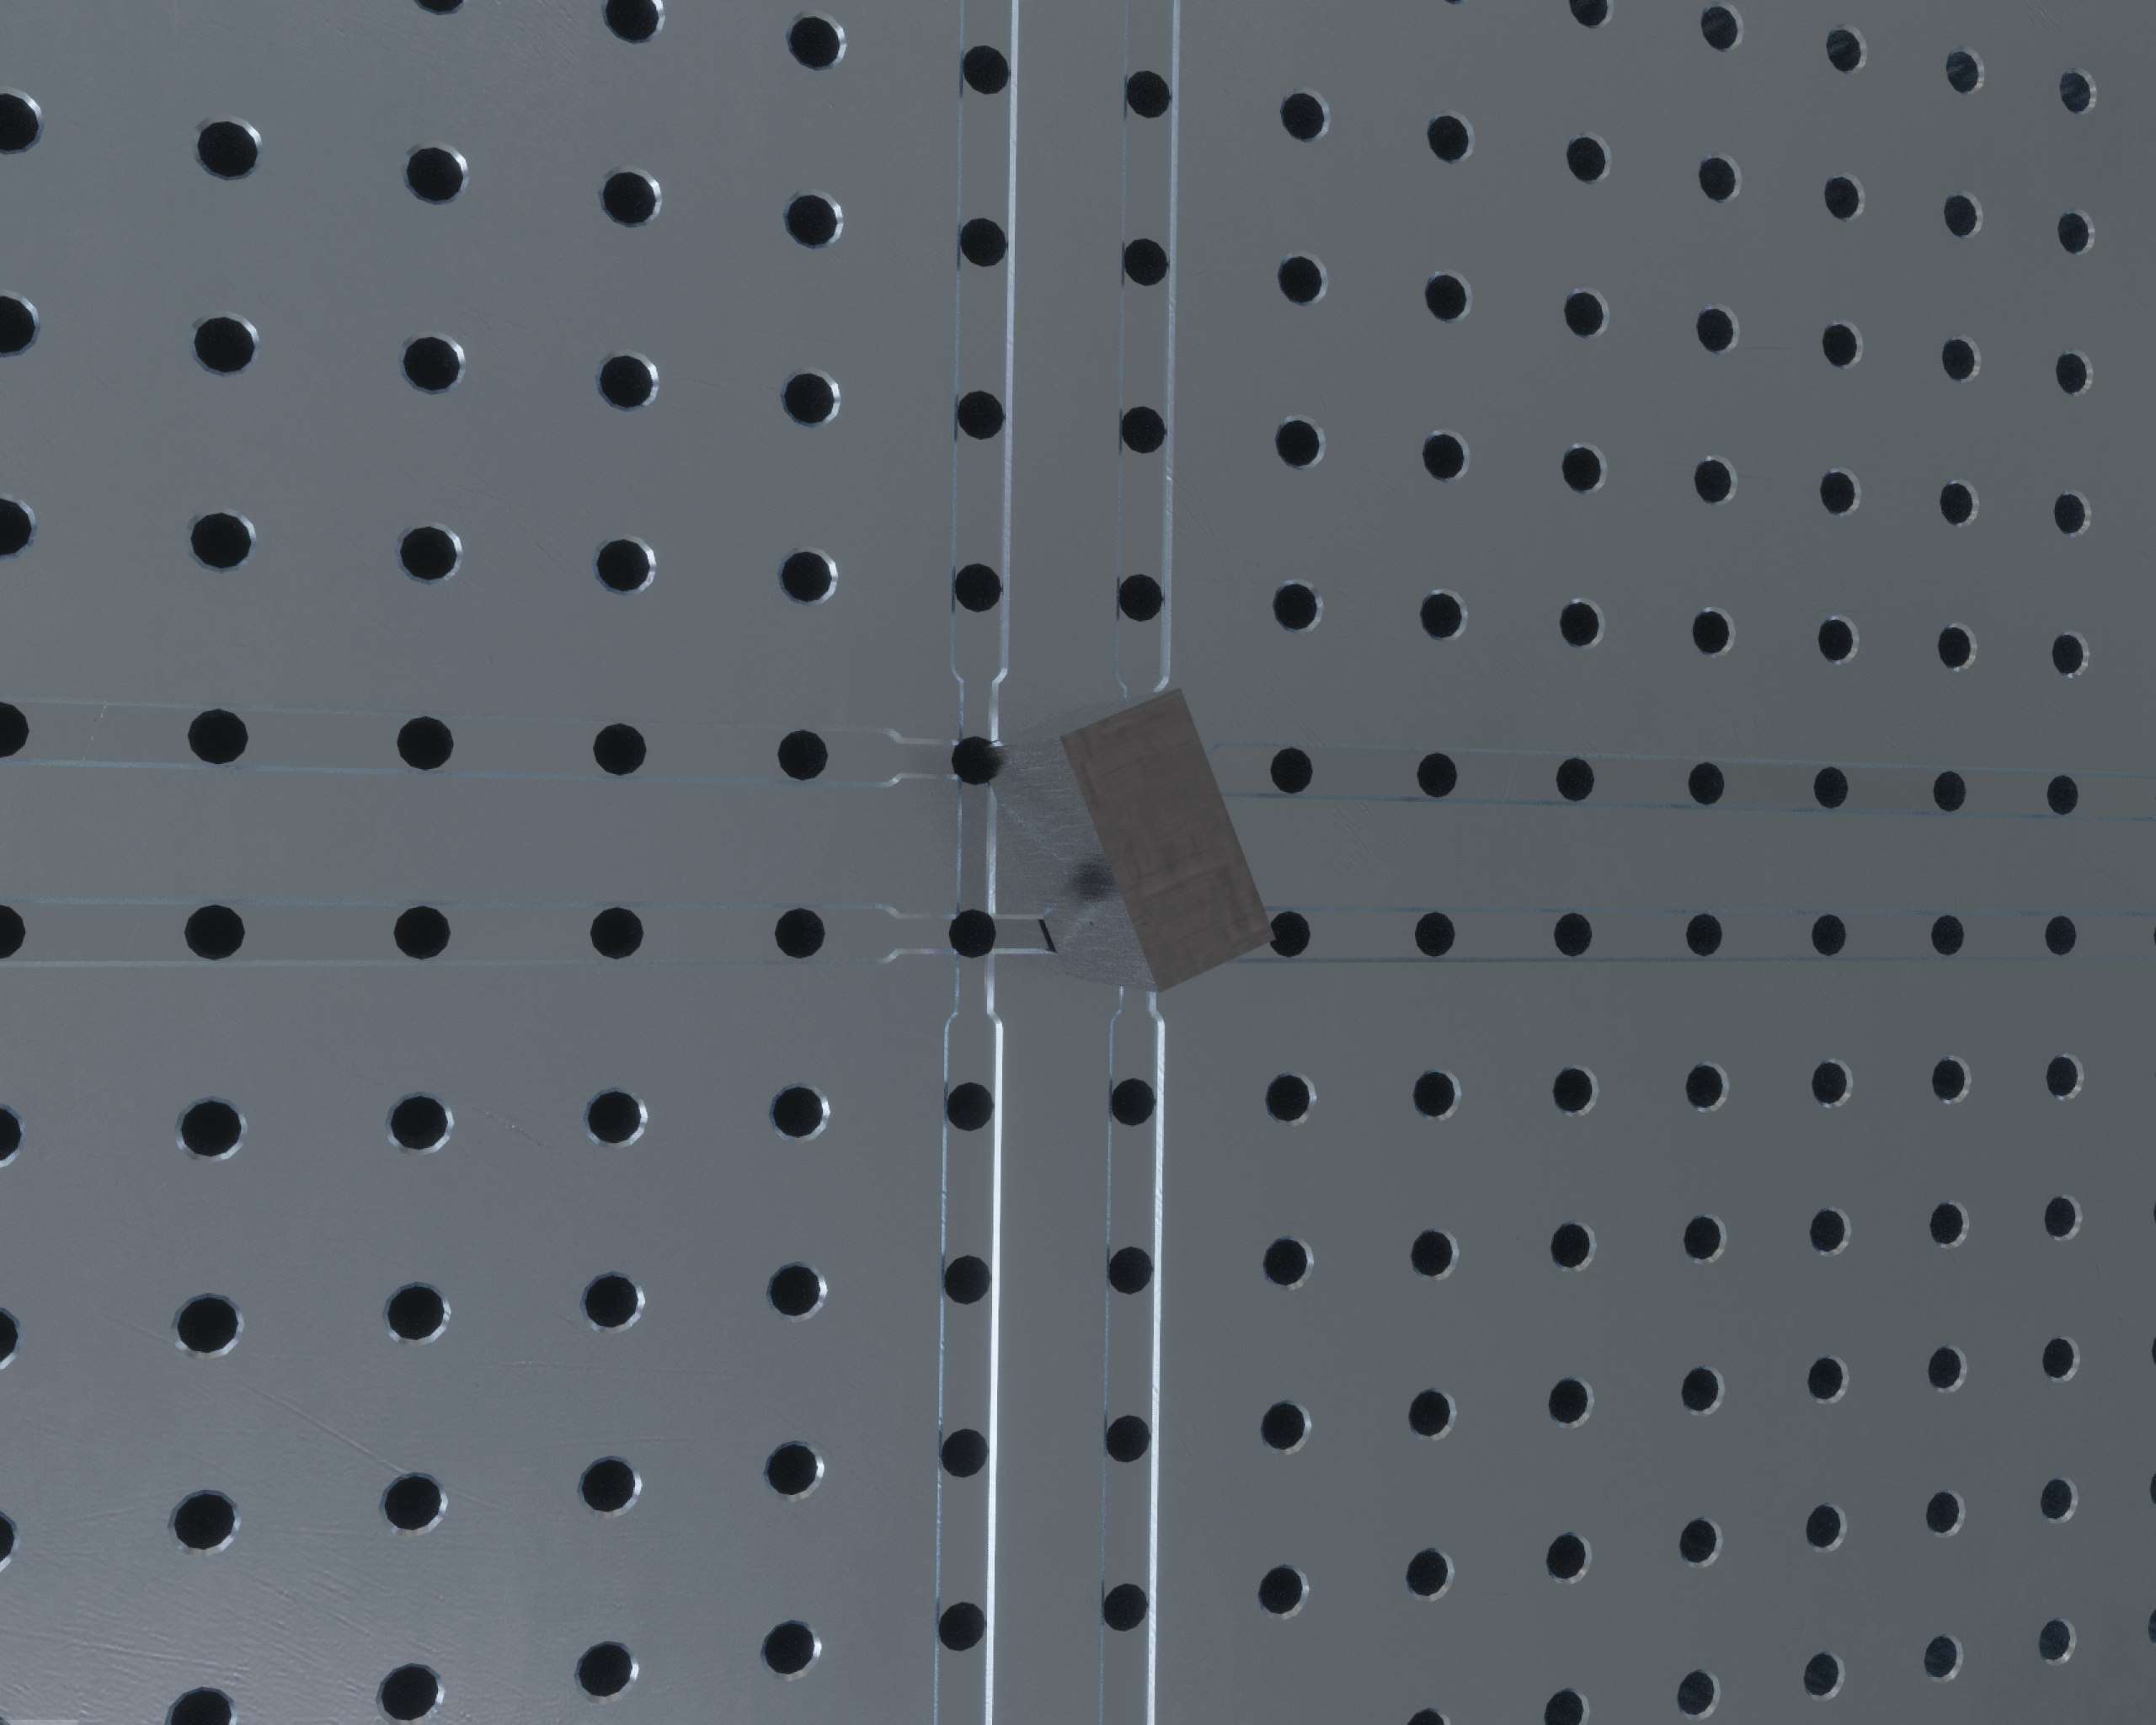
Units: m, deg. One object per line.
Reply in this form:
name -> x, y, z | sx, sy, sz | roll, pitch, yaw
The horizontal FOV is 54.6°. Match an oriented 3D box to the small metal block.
small metal block -> 0.008, -0.004, 0.402 | 0.025, 0.050, 0.050 | -24, 98, -18
